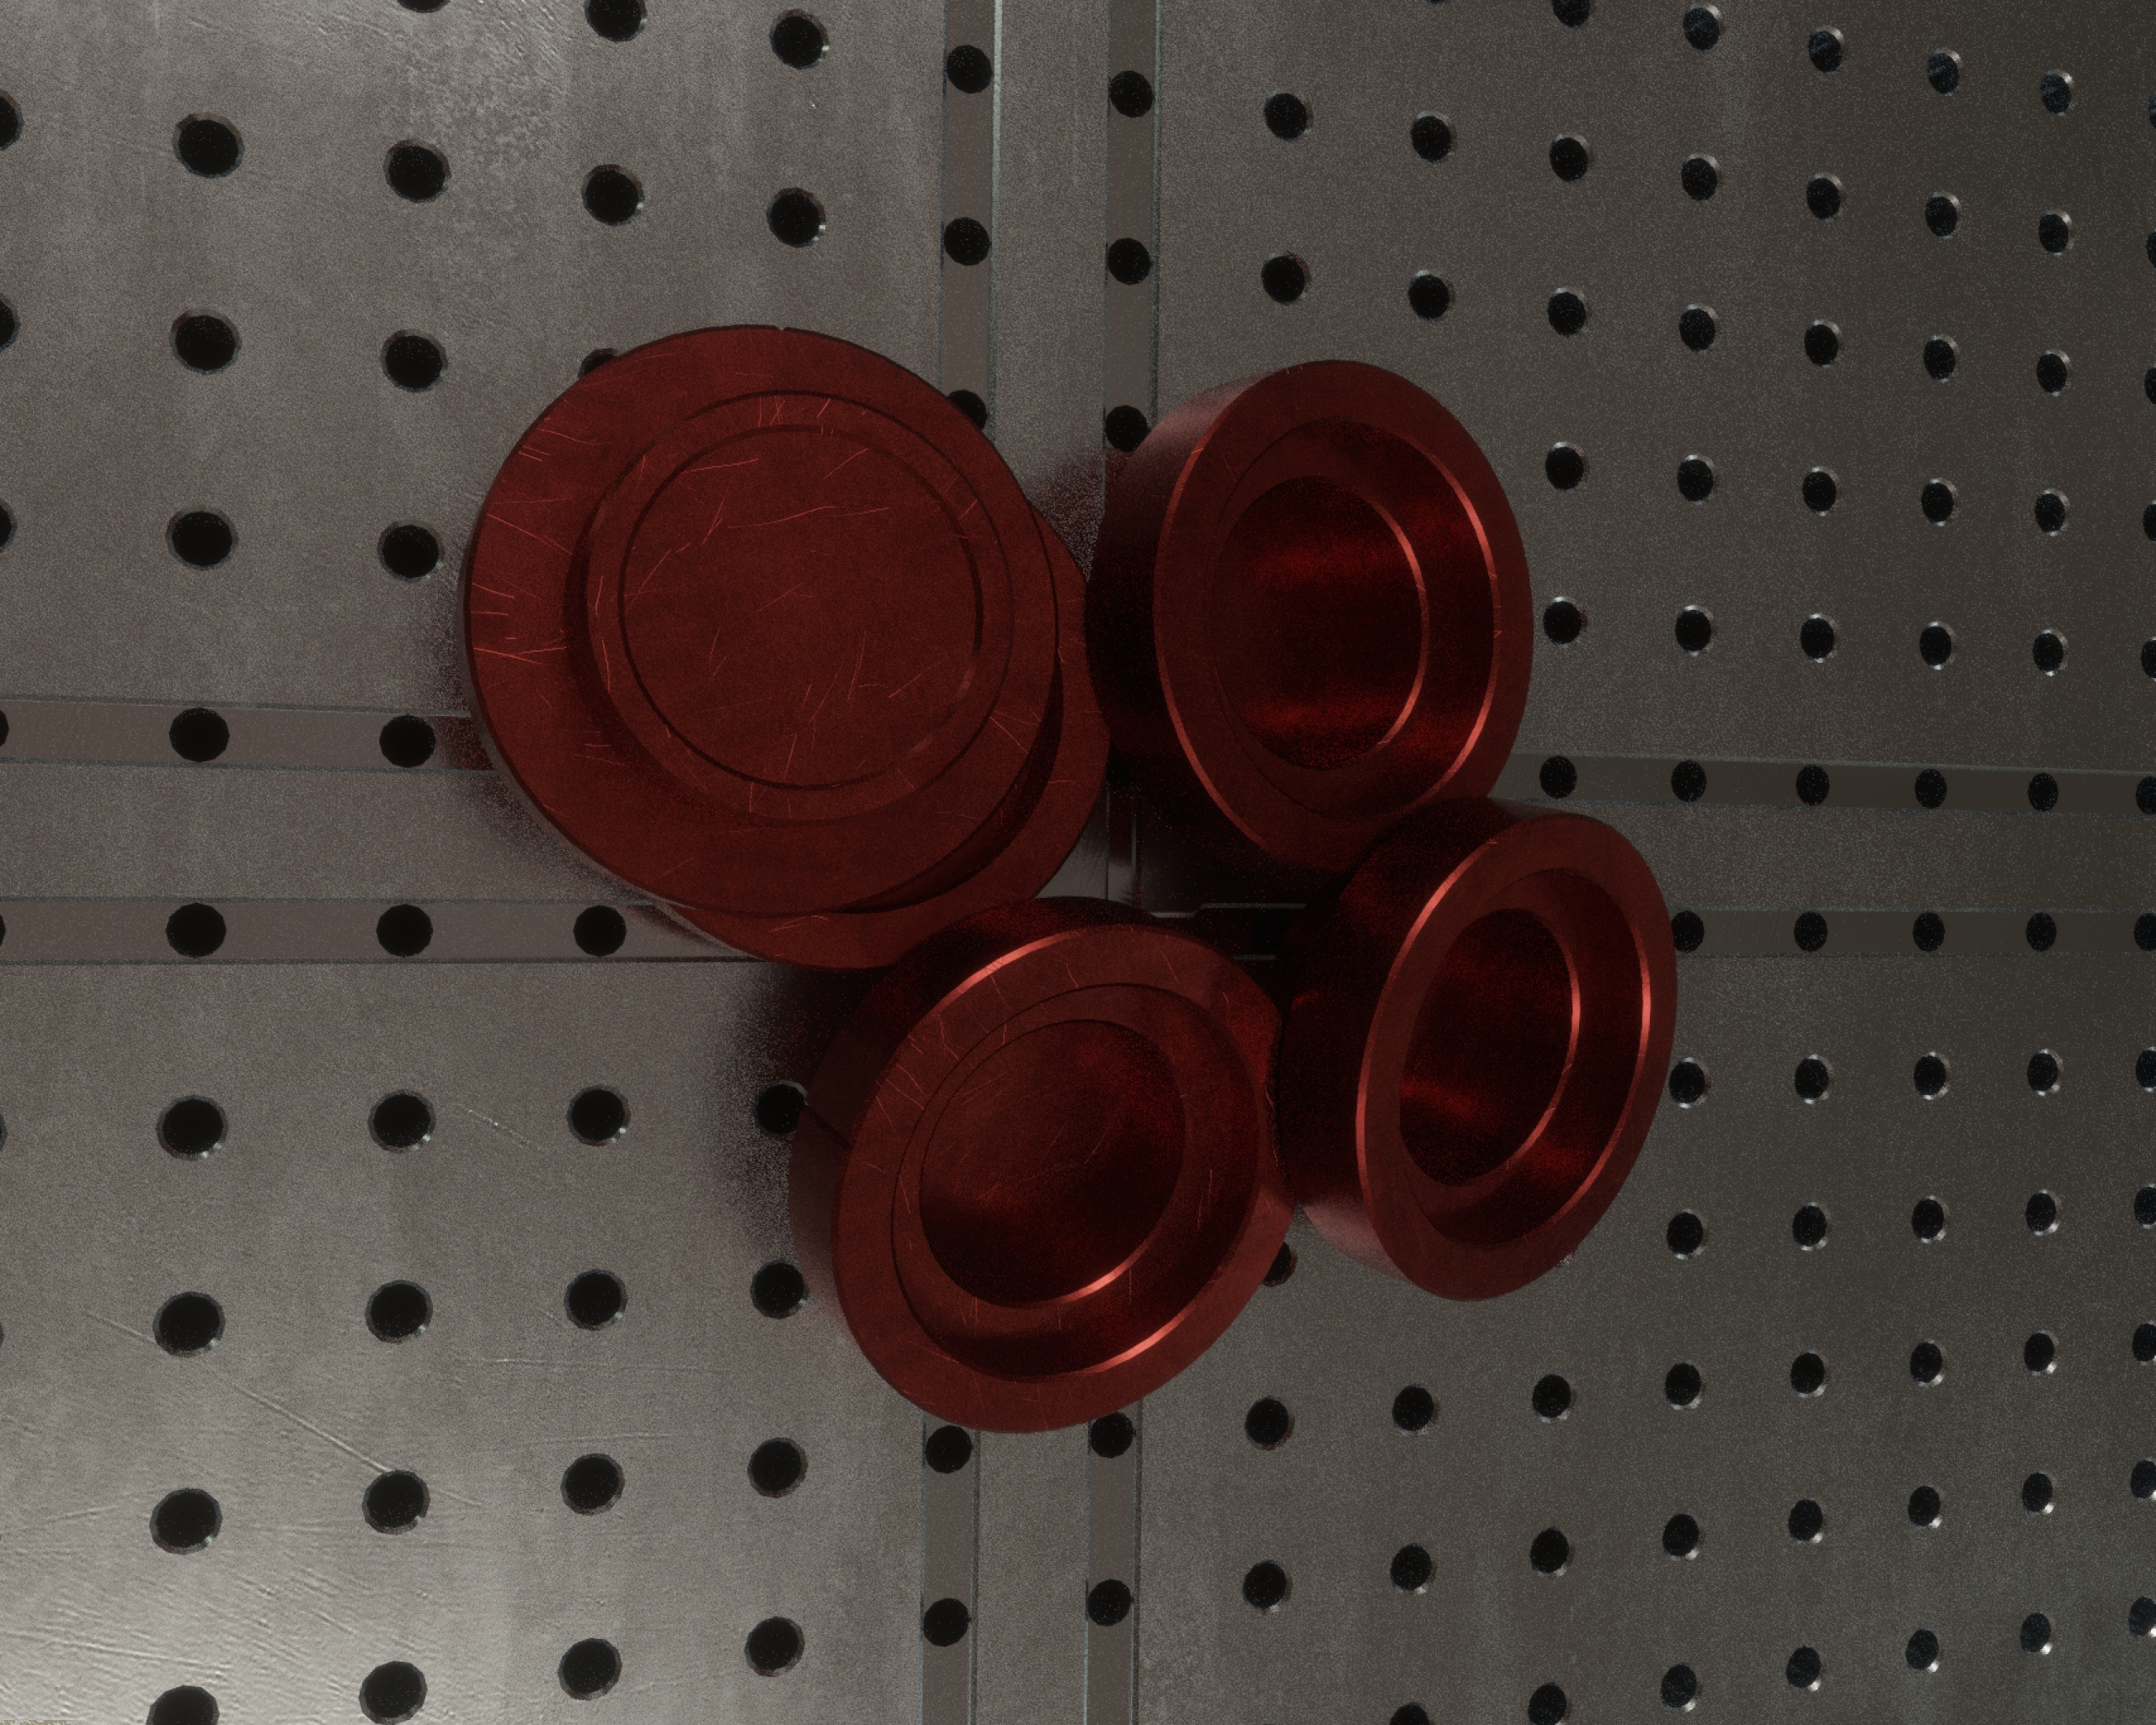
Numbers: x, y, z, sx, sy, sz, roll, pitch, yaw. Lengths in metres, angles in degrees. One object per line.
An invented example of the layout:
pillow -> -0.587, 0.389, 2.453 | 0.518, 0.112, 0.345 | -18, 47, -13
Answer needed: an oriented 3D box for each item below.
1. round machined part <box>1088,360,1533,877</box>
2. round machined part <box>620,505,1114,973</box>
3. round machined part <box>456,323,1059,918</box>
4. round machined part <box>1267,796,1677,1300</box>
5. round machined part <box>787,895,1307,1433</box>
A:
round machined part -> 0.041, -0.046, 0.410 | 0.099, 0.042, 0.097 | -1, 92, -37
round machined part -> -0.046, -0.029, 0.387 | 0.099, 0.042, 0.097 | 0, 90, -21
round machined part -> -0.049, -0.040, 0.341 | 0.099, 0.042, 0.097 | 0, 90, -21
round machined part -> 0.074, 0.034, 0.420 | 0.099, 0.042, 0.097 | -12, 108, -39
round machined part -> -0.009, 0.053, 0.392 | 0.099, 0.042, 0.097 | -9, 109, -28
